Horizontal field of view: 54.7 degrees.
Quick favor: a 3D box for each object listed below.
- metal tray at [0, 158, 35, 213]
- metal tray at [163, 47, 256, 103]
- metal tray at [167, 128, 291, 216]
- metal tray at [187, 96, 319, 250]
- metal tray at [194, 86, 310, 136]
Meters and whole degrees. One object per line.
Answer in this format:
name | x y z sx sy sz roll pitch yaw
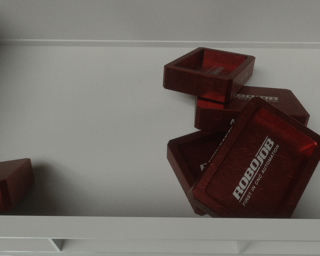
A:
metal tray | -0.206 0.064 0.312 0.131 0.030 0.090 -8 9 -7
metal tray | 0.072 -0.079 0.432 0.090 0.030 0.131 17 31 22
metal tray | 0.084 0.038 0.369 0.131 0.030 0.090 -17 52 -14
metal tray | 0.100 0.042 0.317 0.090 0.030 0.130 35 71 6
metal tray | 0.112 -0.026 0.403 0.131 0.030 0.090 5 28 4
